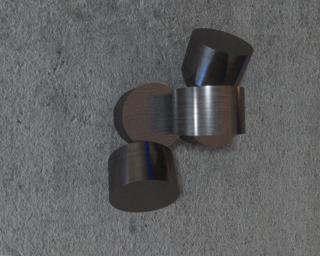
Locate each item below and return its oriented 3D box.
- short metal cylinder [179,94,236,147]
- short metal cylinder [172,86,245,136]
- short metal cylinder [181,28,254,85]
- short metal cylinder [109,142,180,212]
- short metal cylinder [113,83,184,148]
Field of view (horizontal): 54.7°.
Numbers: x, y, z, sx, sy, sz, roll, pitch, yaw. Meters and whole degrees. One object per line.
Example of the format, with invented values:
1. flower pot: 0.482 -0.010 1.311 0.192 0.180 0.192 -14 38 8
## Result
1. short metal cylinder: 0.062 -0.016 0.420 0.081 0.050 0.079 0 90 -21
2. short metal cylinder: 0.054 -0.018 0.349 0.081 0.080 0.050 -2 91 -20
3. short metal cylinder: 0.073 -0.090 0.402 0.081 0.080 0.050 1 128 -20
4. short metal cylinder: -0.020 0.060 0.367 0.081 0.079 0.050 8 49 -20
5. short metal cylinder: -0.014 -0.014 0.392 0.081 0.050 0.079 0 90 -21
